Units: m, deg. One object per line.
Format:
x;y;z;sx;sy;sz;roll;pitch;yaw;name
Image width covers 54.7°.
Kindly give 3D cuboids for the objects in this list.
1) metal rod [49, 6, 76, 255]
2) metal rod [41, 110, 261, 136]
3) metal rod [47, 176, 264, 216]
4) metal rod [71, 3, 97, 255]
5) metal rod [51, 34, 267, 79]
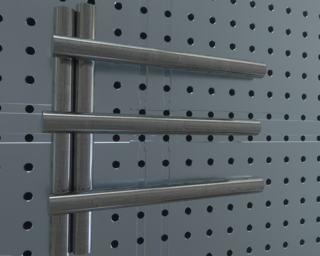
-0.117;0.008;0.369;0.025;0.025;0.298;1;90;-20;metal rod
0.009;-0.004;0.401;0.303;0.025;0.025;1;90;-26;metal rod
0.014;0.085;0.404;0.303;0.025;0.025;1;90;-26;metal rod
-0.093;0.001;0.378;0.025;0.025;0.298;1;90;-20;metal rod
0.018;-0.089;0.405;0.303;0.025;0.025;1;90;-26;metal rod
